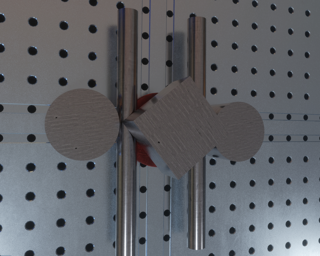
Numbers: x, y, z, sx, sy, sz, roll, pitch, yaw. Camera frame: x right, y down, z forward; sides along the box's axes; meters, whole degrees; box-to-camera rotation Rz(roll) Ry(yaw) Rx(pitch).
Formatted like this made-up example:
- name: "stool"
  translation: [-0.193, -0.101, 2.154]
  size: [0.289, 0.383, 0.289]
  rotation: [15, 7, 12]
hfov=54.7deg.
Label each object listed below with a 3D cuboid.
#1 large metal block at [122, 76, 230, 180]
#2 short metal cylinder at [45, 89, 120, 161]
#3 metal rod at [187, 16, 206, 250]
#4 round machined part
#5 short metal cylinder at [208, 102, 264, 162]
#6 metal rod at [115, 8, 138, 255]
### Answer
- name: "large metal block"
  translation: [0.017, -0.001, 0.355]
  size: [0.080, 0.050, 0.080]
  rotation: [-40, 103, -16]
- name: "short metal cylinder"
  translation: [-0.093, -0.004, 0.365]
  size: [0.081, 0.050, 0.080]
  rotation: [0, 90, -20]
- name: "metal rod"
  translation: [0.048, 0.007, 0.408]
  size: [0.025, 0.025, 0.298]
  rotation: [0, 90, -20]
- name: "round machined part"
  translation: [-0.001, 0.003, 0.404]
  size: [0.099, 0.042, 0.097]
  rotation: [0, 90, -20]
- name: "short metal cylinder"
  translation: [0.097, 0.005, 0.434]
  size: [0.081, 0.050, 0.080]
  rotation: [0, 90, -20]
- name: "metal rod"
  translation: [-0.040, 0.008, 0.375]
  size: [0.025, 0.025, 0.298]
  rotation: [1, 90, -20]
